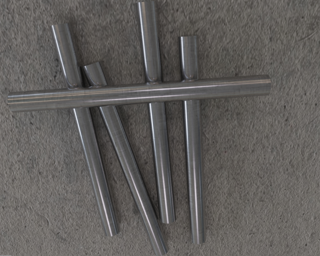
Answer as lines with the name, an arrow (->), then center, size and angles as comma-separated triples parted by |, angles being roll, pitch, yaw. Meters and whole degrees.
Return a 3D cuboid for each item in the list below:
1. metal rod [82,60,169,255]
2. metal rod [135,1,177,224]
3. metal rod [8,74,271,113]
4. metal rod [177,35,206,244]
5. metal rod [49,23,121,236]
metal rod -> -0.041, 0.055, 0.429 | 0.025, 0.025, 0.298 | -16, 110, 5
metal rod -> -0.002, -0.006, 0.407 | 0.025, 0.025, 0.298 | -5, 110, 2
metal rod -> -0.024, -0.041, 0.366 | 0.302, 0.025, 0.025 | -4, 110, 1
metal rod -> 0.046, 0.029, 0.420 | 0.025, 0.025, 0.298 | -5, 110, 1
metal rod -> -0.094, 0.016, 0.414 | 0.025, 0.025, 0.298 | -8, 110, 3
